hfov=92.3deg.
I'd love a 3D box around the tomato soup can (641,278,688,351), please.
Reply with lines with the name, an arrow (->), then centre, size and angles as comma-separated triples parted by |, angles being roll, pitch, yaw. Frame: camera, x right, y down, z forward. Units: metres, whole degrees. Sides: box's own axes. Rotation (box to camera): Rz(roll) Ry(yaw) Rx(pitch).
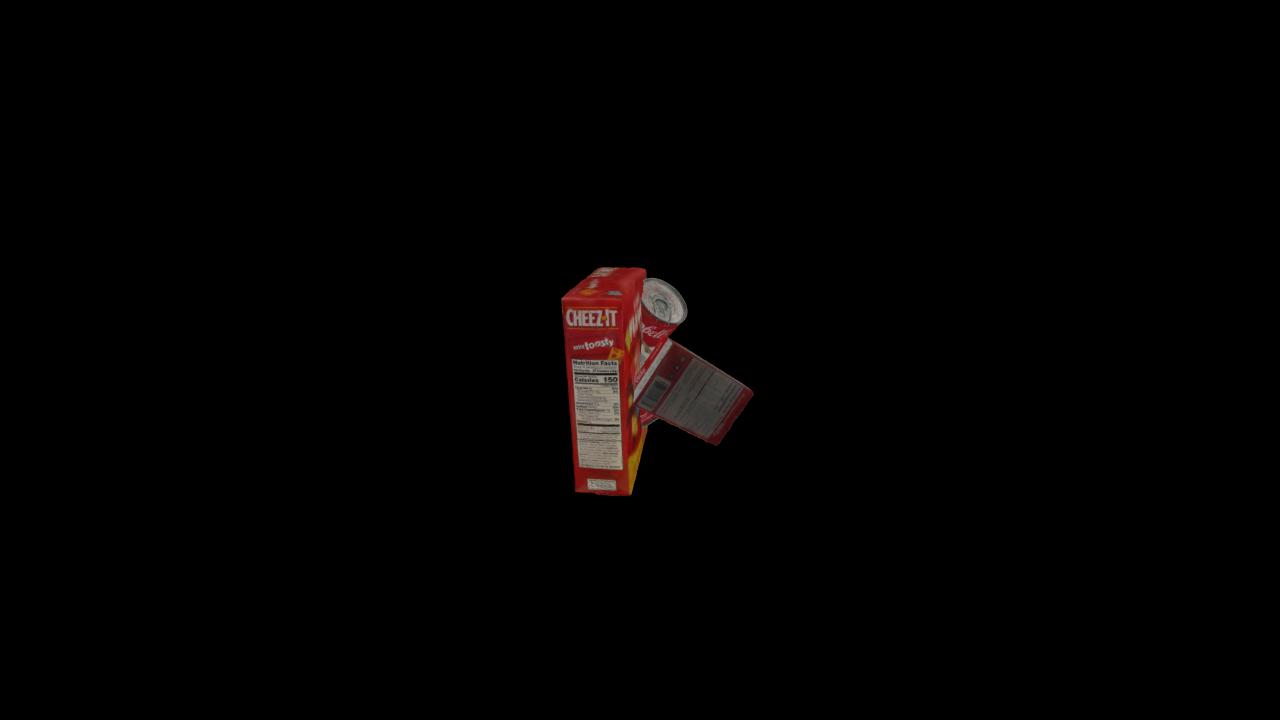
tomato soup can -> 0.002, -0.042, 0.745 | 0.068, 0.068, 0.101 | 0, -33, -37

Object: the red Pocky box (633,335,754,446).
red Pocky box -> 0.059, 0.039, 0.707 | 0.155, 0.083, 0.028 | 30, 6, -39

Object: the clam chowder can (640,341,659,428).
clam chowder can -> -0.005, 0.019, 0.720 | 0.068, 0.102, 0.068 | -37, 5, 4

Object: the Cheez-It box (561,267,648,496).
Cheez-It box -> -0.033, 0.017, 0.704 | 0.071, 0.223, 0.166 | 2, 19, 7
